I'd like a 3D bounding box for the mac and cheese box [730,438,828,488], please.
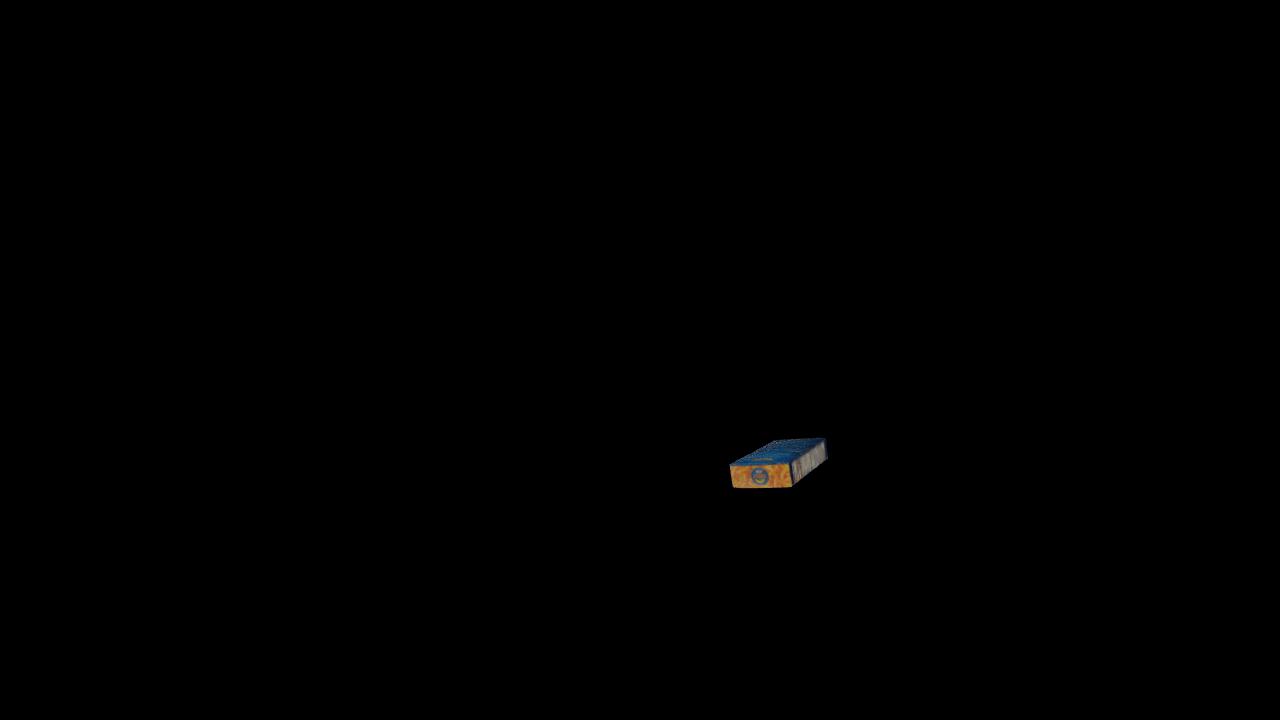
[{"bbox_3d":[0.217,0.155,0.944,0.093,0.041,0.184,-7,1,33],"label":"mac and cheese box"}]
